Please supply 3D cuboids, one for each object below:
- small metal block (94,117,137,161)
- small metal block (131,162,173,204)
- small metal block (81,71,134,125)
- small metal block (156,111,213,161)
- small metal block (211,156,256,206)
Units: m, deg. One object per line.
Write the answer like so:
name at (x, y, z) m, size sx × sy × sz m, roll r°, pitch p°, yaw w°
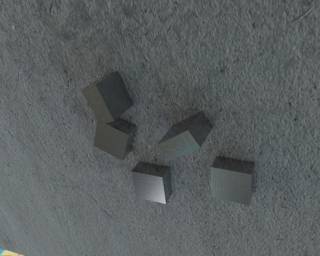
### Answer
small metal block at (-0.065, 0.012, 0.449) m, size 0.050 × 0.025 × 0.050 m, roll 26°, pitch 128°, yaw 12°
small metal block at (-0.011, 0.082, 0.463) m, size 0.050 × 0.025 × 0.050 m, roll 7°, pitch 122°, yaw 24°
small metal block at (-0.066, -0.040, 0.401) m, size 0.025 × 0.050 × 0.050 m, roll -12°, pitch 112°, yaw 33°
small metal block at (0.031, 0.009, 0.380) m, size 0.050 × 0.050 × 0.025 m, roll -27°, pitch 103°, yaw 37°
small metal block at (0.094, 0.068, 0.399) m, size 0.050 × 0.025 × 0.050 m, roll 8°, pitch 122°, yaw 24°
